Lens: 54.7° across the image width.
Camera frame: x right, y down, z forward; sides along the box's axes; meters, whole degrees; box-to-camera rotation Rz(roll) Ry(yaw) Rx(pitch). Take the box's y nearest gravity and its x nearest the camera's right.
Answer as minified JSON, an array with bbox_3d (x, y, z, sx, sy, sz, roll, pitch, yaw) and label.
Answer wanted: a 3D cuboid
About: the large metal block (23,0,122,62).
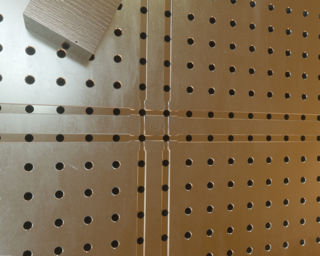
[{"bbox_3d":[-0.100,-0.136,0.363,0.080,0.050,0.080,28,81,-18],"label":"large metal block"}]
